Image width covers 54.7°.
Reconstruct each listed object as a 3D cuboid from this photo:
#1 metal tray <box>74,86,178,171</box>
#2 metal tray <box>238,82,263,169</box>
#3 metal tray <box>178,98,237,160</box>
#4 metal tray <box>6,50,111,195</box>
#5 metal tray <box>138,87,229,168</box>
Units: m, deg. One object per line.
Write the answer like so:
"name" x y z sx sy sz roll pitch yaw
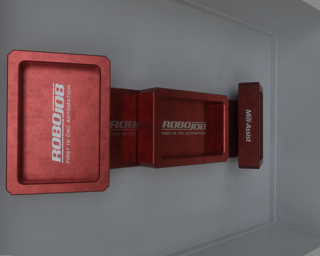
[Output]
"metal tray" -0.036 0.000 0.373 0.131 0.030 0.089 0 90 -40
"metal tray" 0.148 -0.004 0.500 0.090 0.030 0.129 0 90 -68
"metal tray" 0.065 0.001 0.456 0.131 0.030 0.089 0 90 -40
"metal tray" -0.095 -0.005 0.298 0.091 0.030 0.129 1 90 -15
"metal tray" 0.034 0.000 0.390 0.131 0.030 0.089 1 89 -40
